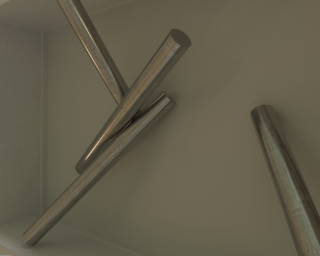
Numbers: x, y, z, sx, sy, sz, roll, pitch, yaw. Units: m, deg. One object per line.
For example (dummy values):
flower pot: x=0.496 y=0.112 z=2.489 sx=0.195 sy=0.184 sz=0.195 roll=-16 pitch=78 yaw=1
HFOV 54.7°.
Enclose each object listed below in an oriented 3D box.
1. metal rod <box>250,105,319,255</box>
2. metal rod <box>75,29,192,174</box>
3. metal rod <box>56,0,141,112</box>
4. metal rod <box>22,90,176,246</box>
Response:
metal rod: x=0.115 y=0.097 z=0.224 sx=0.025 sy=0.025 sz=0.300 roll=-39 pitch=38 yaw=33
metal rod: x=-0.054 y=-0.012 z=0.412 sx=0.298 sy=0.025 sz=0.025 roll=-46 pitch=62 yaw=43
metal rod: x=-0.098 y=-0.130 z=0.379 sx=0.025 sy=0.025 sz=0.299 roll=-8 pitch=121 yaw=40
metal rod: x=-0.092 y=0.063 z=0.432 sx=0.299 sy=0.025 sz=0.025 roll=-45 pitch=62 yaw=13
